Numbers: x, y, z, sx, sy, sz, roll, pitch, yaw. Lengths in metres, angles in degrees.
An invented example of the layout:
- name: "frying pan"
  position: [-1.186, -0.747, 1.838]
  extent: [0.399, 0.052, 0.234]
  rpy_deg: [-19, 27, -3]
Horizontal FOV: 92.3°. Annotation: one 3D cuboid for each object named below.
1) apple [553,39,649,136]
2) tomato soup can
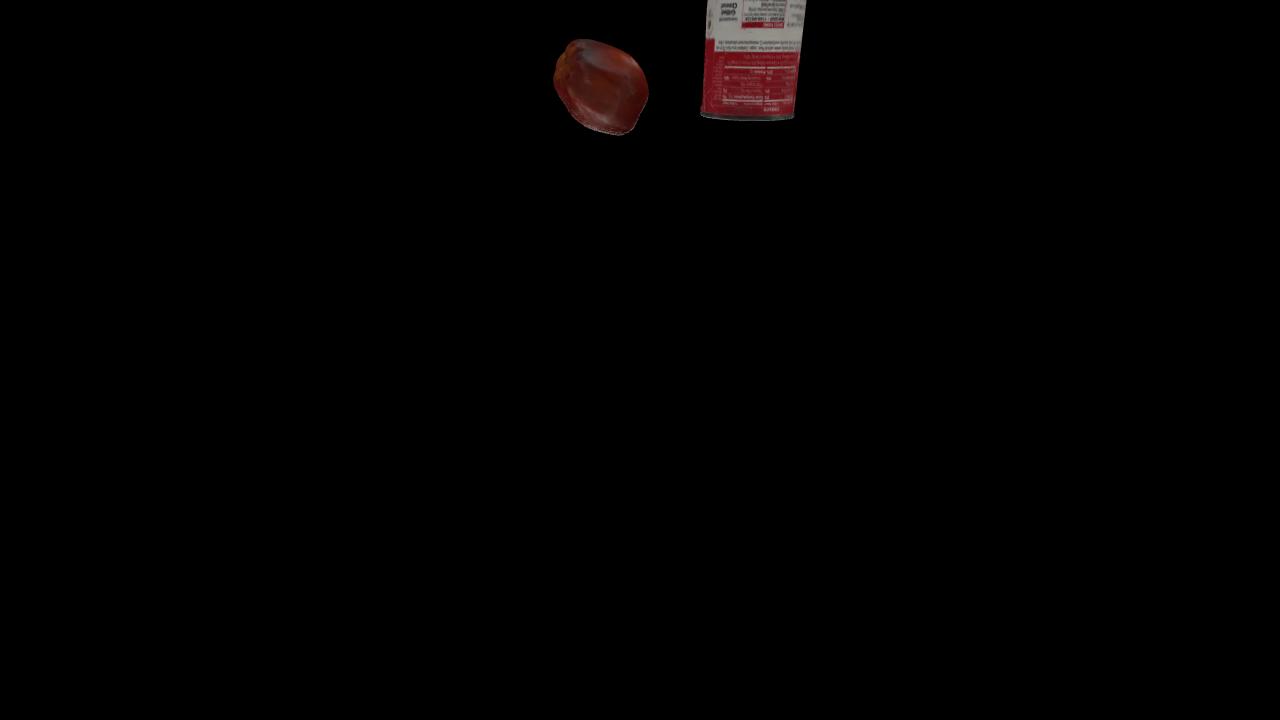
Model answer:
- name: "apple"
  position: [-0.036, -0.259, 0.585]
  extent: [0.093, 0.079, 0.079]
  rpy_deg: [17, -10, -37]
- name: "tomato soup can"
  position: [0.077, -0.221, 0.421]
  extent: [0.068, 0.101, 0.068]
  rpy_deg: [0, 28, 0]
